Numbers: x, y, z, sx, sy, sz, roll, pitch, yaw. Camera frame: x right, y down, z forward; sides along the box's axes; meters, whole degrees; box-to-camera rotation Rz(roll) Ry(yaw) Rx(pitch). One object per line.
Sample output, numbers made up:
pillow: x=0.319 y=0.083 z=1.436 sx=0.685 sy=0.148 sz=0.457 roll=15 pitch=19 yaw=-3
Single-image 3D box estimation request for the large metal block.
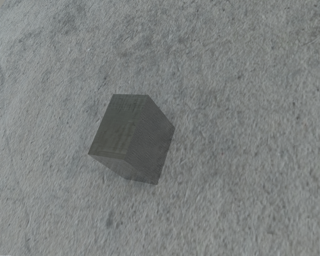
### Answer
large metal block: x=-0.030 y=0.015 z=0.376 sx=0.050 sy=0.080 sz=0.080 roll=5 pitch=64 yaw=30
